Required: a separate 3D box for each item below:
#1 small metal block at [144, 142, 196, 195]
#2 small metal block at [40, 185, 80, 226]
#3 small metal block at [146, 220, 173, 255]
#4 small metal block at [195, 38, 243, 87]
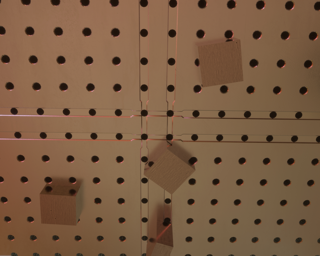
[{"bbox_3d":[0.013,0.056,0.434,0.050,0.025,0.050,38,106,-13],"label":"small metal block"},{"bbox_3d":[-0.145,0.113,0.454,0.050,0.025,0.050,4,110,-2],"label":"small metal block"},{"bbox_3d":[-0.001,0.177,0.465,0.025,0.050,0.050,18,109,-7],"label":"small metal block"},{"bbox_3d":[0.073,-0.081,0.384,0.050,0.025,0.050,-9,110,3],"label":"small metal block"}]
